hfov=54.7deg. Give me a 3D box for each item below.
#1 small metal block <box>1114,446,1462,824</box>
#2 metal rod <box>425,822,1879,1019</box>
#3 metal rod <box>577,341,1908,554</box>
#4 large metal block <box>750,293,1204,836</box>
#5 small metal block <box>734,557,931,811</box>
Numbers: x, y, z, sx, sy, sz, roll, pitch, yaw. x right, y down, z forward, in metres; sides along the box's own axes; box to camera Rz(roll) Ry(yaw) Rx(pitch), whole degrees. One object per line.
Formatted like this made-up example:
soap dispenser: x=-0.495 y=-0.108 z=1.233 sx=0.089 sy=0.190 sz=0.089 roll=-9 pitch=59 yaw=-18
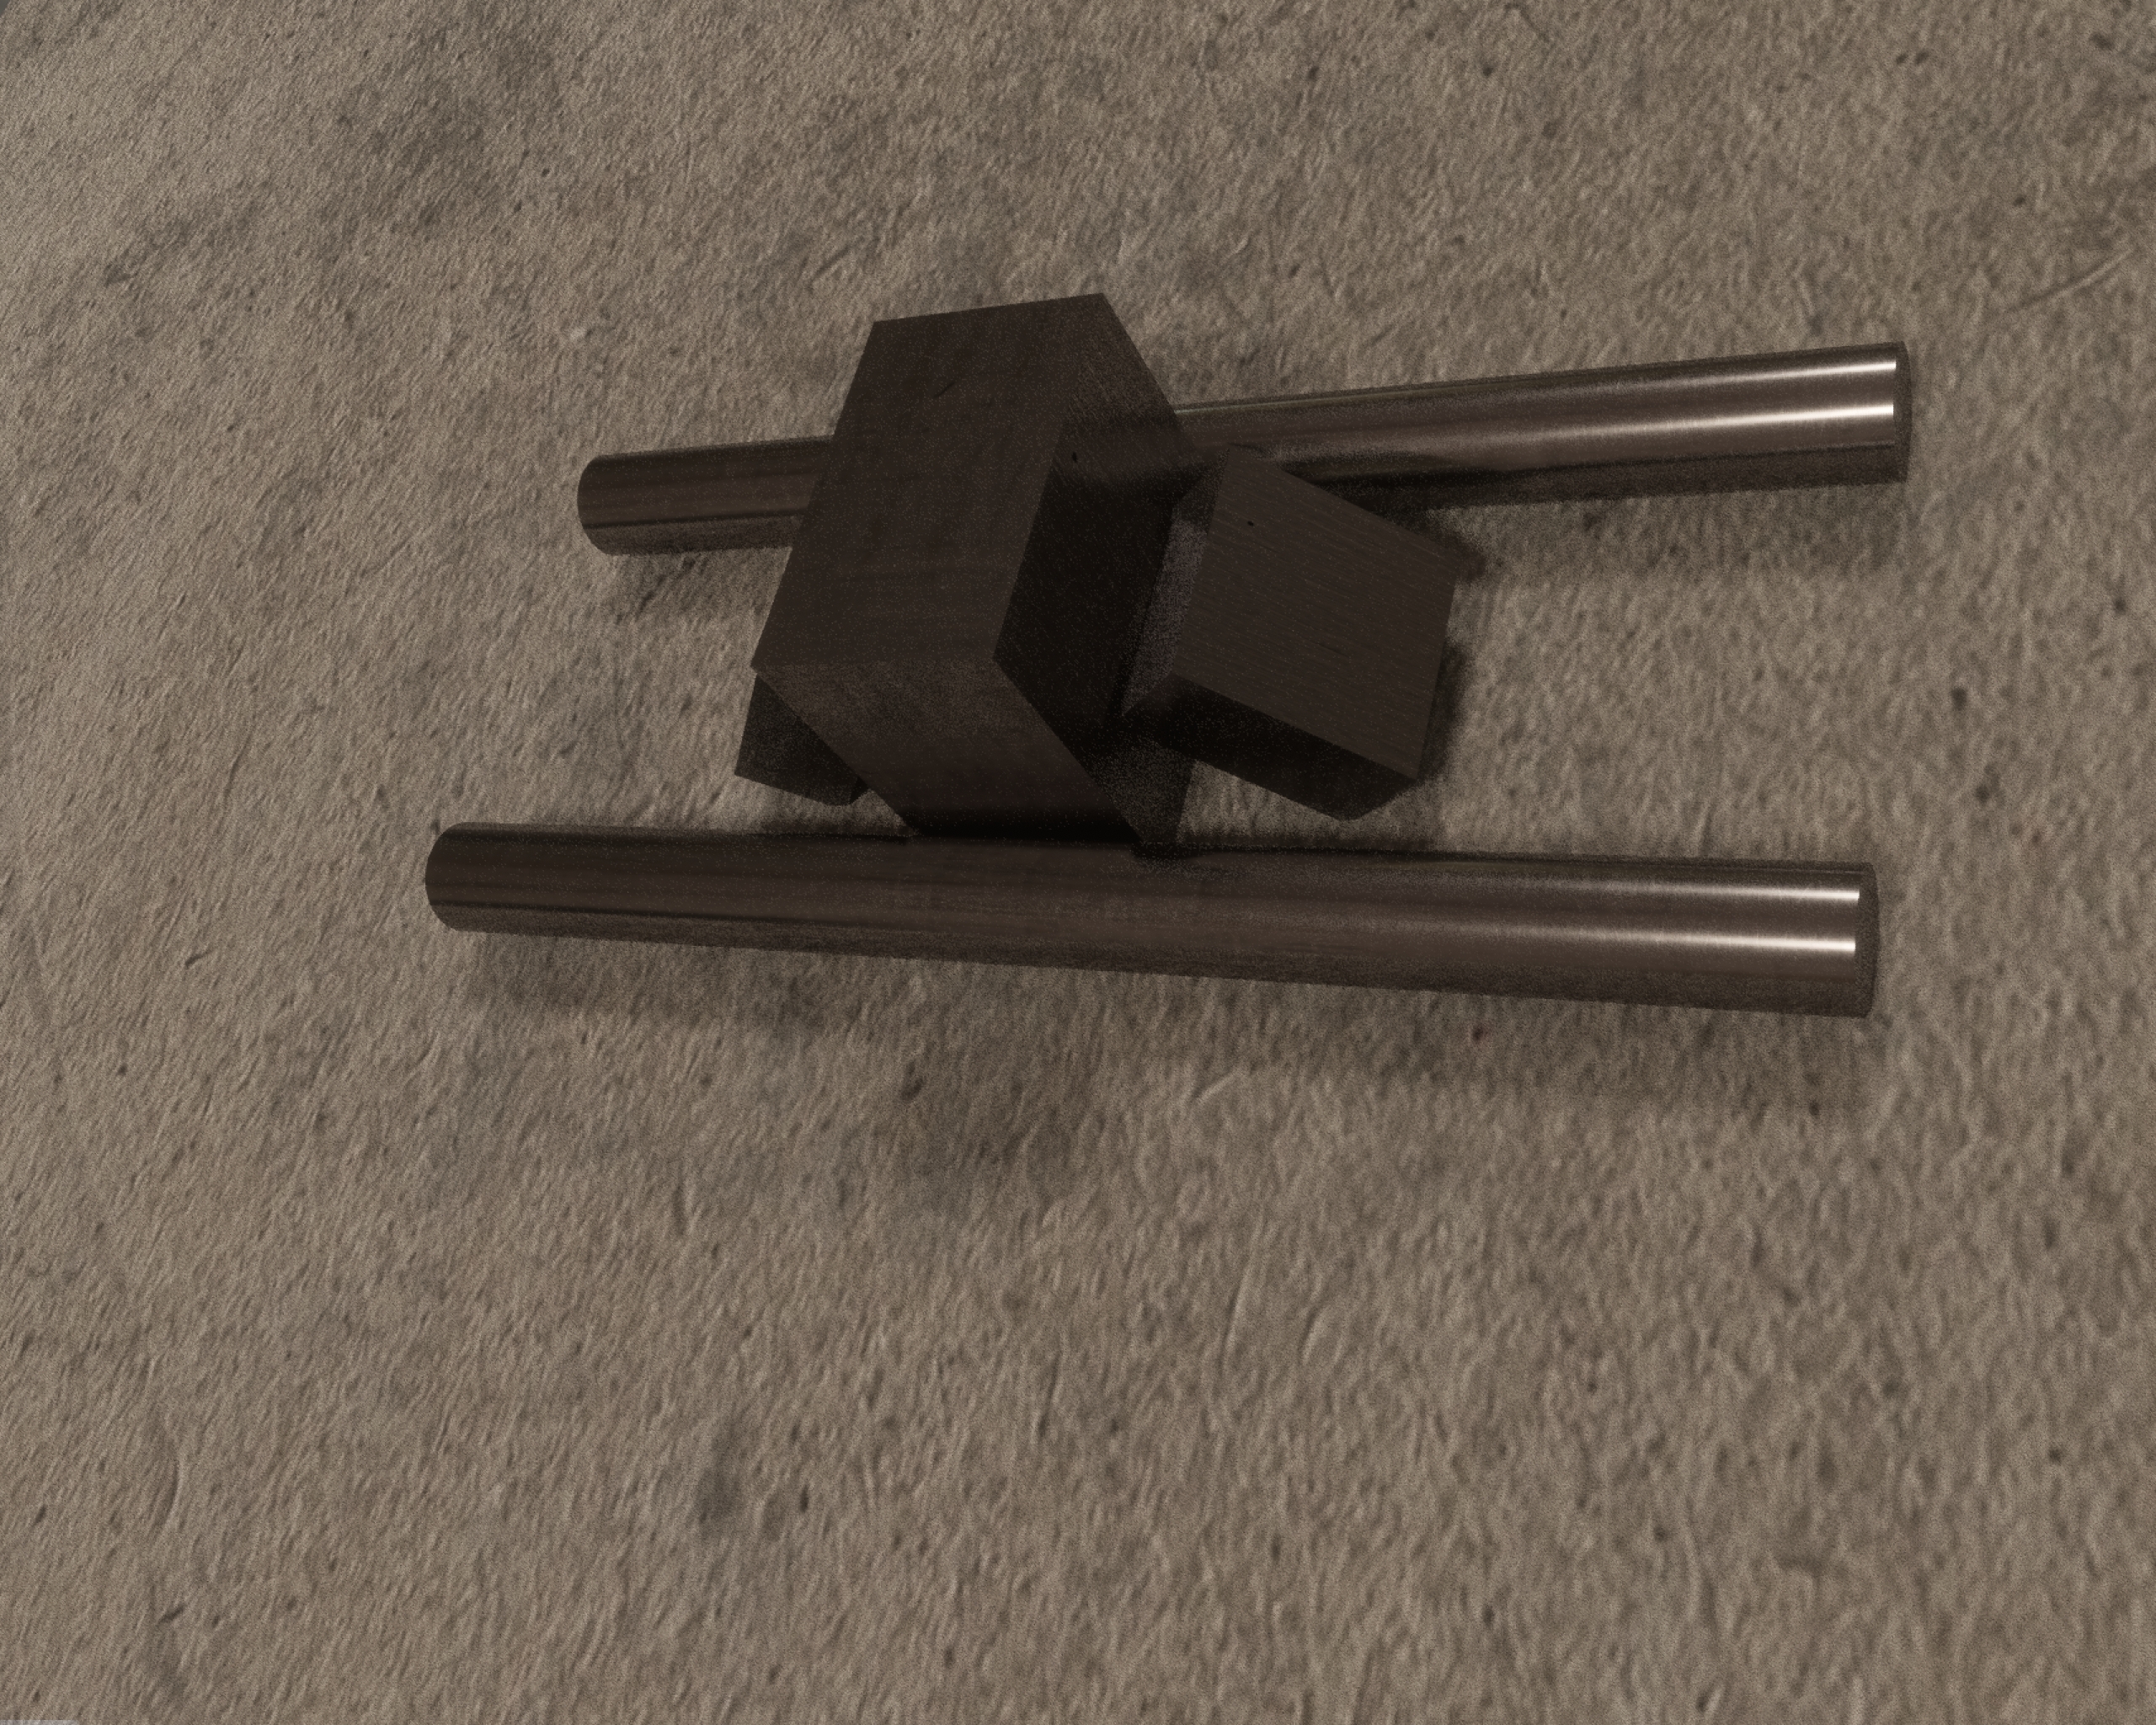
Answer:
small metal block: x=0.040 y=-0.042 z=0.391 sx=0.025 sy=0.050 sz=0.050 roll=-39 pitch=32 yaw=60
metal rod: x=-0.007 y=0.008 z=0.403 sx=0.300 sy=0.025 sz=0.025 roll=2 pitch=63 yaw=28
metal rod: x=0.017 y=-0.085 z=0.447 sx=0.300 sy=0.025 sz=0.025 roll=2 pitch=63 yaw=28
large metal block: x=-0.010 y=-0.051 z=0.408 sx=0.050 sy=0.080 sz=0.080 roll=1 pitch=62 yaw=28
small metal block: x=-0.051 y=-0.046 z=0.441 sx=0.025 sy=0.050 sz=0.050 roll=18 pitch=66 yaw=-7
